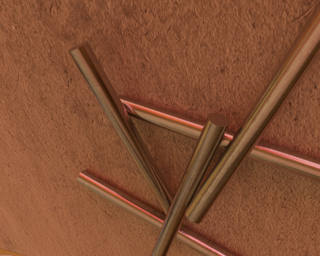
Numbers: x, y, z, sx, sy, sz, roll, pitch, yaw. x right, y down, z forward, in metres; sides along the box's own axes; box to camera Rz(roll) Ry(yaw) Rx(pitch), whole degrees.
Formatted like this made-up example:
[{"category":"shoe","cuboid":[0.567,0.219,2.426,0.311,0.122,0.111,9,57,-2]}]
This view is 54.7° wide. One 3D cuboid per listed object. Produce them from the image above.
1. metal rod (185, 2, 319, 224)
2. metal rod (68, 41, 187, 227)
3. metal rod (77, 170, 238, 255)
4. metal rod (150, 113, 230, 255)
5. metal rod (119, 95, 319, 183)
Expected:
[{"category":"metal rod","cuboid":[0.100,-0.003,0.325,0.025,0.025,0.298,31,120,8]},{"category":"metal rod","cuboid":[-0.031,0.027,0.415,0.025,0.025,0.299,-9,122,32]},{"category":"metal rod","cuboid":[-0.003,0.149,0.500,0.301,0.025,0.025,27,128,11]},{"category":"metal rod","cuboid":[0.028,0.106,0.422,0.025,0.025,0.298,26,127,12]},{"category":"metal rod","cuboid":[0.080,0.014,0.372,0.301,0.025,0.025,19,126,17]}]
